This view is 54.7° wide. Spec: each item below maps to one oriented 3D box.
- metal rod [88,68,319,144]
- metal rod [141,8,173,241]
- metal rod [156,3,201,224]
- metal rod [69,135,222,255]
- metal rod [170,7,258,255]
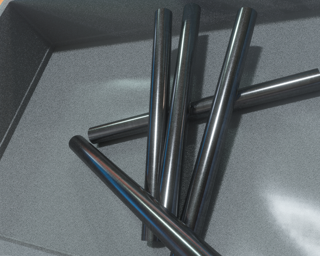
[{"bbox_3d":[0.041,-0.022,0.396,0.301,0.025,0.025,-13,56,20],"label":"metal rod"},{"bbox_3d":[-0.001,-0.019,0.384,0.025,0.025,0.299,-7,69,24],"label":"metal rod"},{"bbox_3d":[0.025,-0.033,0.378,0.025,0.025,0.299,-4,63,26],"label":"metal rod"},{"bbox_3d":[-0.037,0.067,0.340,0.025,0.025,0.300,-52,39,-9],"label":"metal rod"},{"bbox_3d":[0.064,-0.003,0.347,0.025,0.025,0.299,9,74,31],"label":"metal rod"}]
